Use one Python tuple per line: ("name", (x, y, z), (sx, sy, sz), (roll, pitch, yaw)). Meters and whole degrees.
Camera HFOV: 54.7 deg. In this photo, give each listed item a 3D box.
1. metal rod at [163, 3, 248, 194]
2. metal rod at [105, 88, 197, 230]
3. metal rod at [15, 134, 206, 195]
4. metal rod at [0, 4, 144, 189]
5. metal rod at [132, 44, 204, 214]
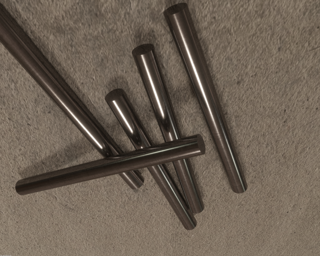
("metal rod", (0.070, -0.013, 0.397), (0.025, 0.025, 0.299), (-17, 129, 13))
("metal rod", (-0.001, 0.066, 0.463), (0.025, 0.025, 0.299), (-17, 129, 13))
("metal rod", (-0.084, 0.056, 0.422), (0.300, 0.025, 0.025), (-16, 129, 24))
("metal rod", (-0.103, -0.017, 0.391), (0.025, 0.025, 0.299), (-21, 127, 17))
("metal rod", (0.022, 0.024, 0.428), (0.025, 0.025, 0.299), (-12, 129, 10))
